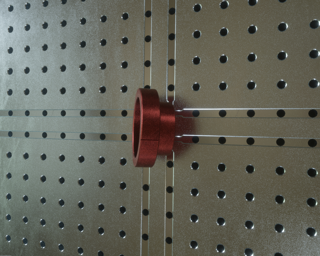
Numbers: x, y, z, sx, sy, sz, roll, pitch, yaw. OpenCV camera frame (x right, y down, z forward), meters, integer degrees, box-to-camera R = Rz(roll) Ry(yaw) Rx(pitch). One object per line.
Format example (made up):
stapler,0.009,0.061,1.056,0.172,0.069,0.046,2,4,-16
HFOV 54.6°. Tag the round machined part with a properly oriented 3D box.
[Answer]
round machined part,-0.008,0.000,0.387,0.042,0.098,0.097,3,91,-11
